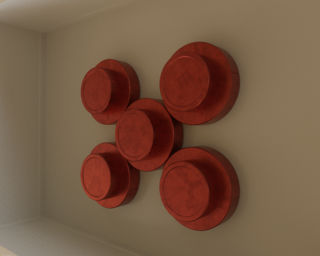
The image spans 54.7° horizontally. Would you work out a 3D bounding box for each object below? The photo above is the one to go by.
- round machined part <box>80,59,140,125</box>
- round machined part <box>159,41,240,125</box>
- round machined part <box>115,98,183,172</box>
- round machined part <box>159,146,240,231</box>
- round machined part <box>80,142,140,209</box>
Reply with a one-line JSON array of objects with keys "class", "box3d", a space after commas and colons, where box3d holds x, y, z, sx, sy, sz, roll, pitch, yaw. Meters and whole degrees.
[{"class": "round machined part", "box3d": [-0.080, -0.053, 0.457, 0.098, 0.042, 0.097, 0, 90, 39]}, {"class": "round machined part", "box3d": [0.038, -0.052, 0.361, 0.098, 0.042, 0.097, 0, 90, 39]}, {"class": "round machined part", "box3d": [-0.021, 0.009, 0.409, 0.098, 0.042, 0.097, 0, 90, 39]}, {"class": "round machined part", "box3d": [0.038, 0.071, 0.361, 0.098, 0.042, 0.097, 0, 90, 39]}, {"class": "round machined part", "box3d": [-0.080, 0.070, 0.457, 0.098, 0.042, 0.097, 0, 90, 39]}]
